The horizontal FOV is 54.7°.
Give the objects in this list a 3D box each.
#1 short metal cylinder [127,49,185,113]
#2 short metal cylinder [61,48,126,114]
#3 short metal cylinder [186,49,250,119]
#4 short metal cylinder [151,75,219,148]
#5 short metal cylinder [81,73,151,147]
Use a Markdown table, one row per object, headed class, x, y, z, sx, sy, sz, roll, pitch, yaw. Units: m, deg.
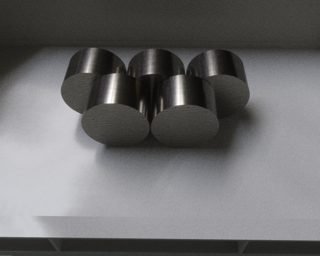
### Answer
| class | x | y | z | sx | sy | sz | roll | pitch | yaw |
| --- | --- | --- | --- | --- | --- | --- | --- | --- | --- |
| short metal cylinder | -0.006 | -0.058 | 0.416 | 0.080 | 0.080 | 0.050 | 1 | 50 | 0 |
| short metal cylinder | -0.087 | -0.060 | 0.417 | 0.080 | 0.080 | 0.050 | 1 | 50 | 0 |
| short metal cylinder | 0.075 | -0.057 | 0.416 | 0.080 | 0.080 | 0.050 | 1 | 50 | 1 |
| short metal cylinder | 0.030 | -0.019 | 0.383 | 0.080 | 0.080 | 0.050 | 1 | 50 | 0 |
| short metal cylinder | -0.052 | -0.021 | 0.384 | 0.080 | 0.080 | 0.050 | 1 | 50 | 0 |
